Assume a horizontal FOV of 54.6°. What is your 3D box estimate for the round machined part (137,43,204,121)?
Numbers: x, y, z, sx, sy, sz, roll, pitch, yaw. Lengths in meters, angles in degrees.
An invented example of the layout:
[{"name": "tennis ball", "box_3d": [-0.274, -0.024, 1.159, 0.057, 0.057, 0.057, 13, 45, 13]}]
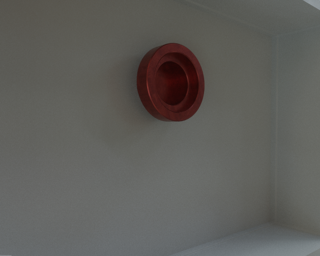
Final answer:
[{"name": "round machined part", "box_3d": [0.009, -0.057, 0.402, 0.099, 0.042, 0.097, 0, 90, -40]}]
